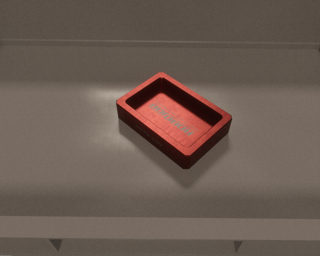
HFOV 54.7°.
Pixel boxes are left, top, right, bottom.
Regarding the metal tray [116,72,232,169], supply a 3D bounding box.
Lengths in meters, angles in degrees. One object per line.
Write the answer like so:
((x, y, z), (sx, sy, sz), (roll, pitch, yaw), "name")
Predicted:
((0.017, -0.015, 0.414), (0.130, 0.030, 0.091), (37, 59, 26), "metal tray")
